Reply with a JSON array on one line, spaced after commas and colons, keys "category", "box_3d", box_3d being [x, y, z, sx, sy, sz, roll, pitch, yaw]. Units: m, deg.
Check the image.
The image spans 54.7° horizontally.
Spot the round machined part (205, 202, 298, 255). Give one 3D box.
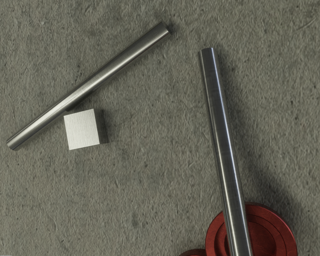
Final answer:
[{"category": "round machined part", "box_3d": [0.105, 0.135, 0.360, 0.098, 0.042, 0.097, -1, 86, 19]}]

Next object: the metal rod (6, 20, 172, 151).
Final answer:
[{"category": "metal rod", "box_3d": [-0.111, -0.053, 0.448, 0.300, 0.025, 0.025, -33, 80, 16]}]

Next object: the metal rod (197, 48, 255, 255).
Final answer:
[{"category": "metal rod", "box_3d": [0.076, 0.048, 0.348, 0.025, 0.025, 0.299, -12, 73, 19]}]

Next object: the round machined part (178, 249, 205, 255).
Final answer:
[{"category": "round machined part", "box_3d": [0.049, 0.206, 0.382, 0.098, 0.042, 0.097, 0, 90, 20]}]

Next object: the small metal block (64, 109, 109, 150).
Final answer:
[{"category": "small metal block", "box_3d": [-0.106, 0.002, 0.446, 0.050, 0.025, 0.050, -12, 86, 19]}]
